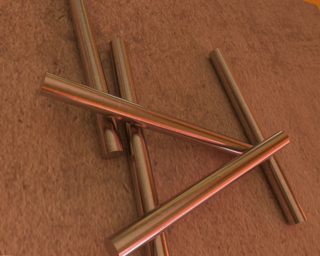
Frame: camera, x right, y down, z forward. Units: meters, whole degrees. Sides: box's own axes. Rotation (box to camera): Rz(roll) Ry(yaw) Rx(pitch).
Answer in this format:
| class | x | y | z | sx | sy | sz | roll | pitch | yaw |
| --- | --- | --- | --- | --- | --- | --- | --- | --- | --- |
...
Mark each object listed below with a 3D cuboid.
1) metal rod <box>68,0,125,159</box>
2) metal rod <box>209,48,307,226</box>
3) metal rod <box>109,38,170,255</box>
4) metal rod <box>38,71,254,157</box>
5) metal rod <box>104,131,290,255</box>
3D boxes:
| class | x | y | z | sx | sy | sz | roll | pitch | yaw |
| --- | --- | --- | --- | --- | --- | --- | --- | --- | --- |
| metal rod | -0.094 | -0.100 | 0.414 | 0.025 | 0.025 | 0.299 | -3 | 63 | -30 |
| metal rod | 0.145 | 0.000 | 0.483 | 0.025 | 0.025 | 0.299 | -6 | 65 | -31 |
| metal rod | -0.030 | 0.012 | 0.381 | 0.025 | 0.025 | 0.299 | 1 | 61 | -28 |
| metal rod | 0.007 | -0.004 | 0.384 | 0.302 | 0.025 | 0.025 | 18 | 54 | -28 |
| metal rod | 0.068 | 0.064 | 0.370 | 0.302 | 0.025 | 0.025 | -23 | 74 | -37 |
